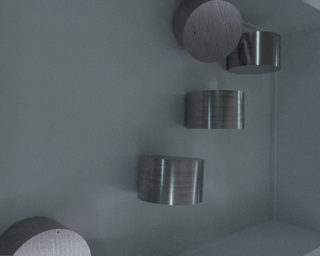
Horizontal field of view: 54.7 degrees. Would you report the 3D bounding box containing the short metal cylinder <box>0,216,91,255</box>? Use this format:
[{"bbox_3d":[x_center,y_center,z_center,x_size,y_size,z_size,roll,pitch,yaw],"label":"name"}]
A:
[{"bbox_3d":[-0.114,0.130,0.295,0.081,0.050,0.080,0,90,-40],"label":"short metal cylinder"}]

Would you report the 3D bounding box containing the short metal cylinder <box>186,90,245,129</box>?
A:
[{"bbox_3d":[0.077,-0.024,0.435,0.081,0.080,0.050,0,90,-40],"label":"short metal cylinder"}]

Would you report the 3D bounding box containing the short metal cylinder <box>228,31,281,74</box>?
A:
[{"bbox_3d":[0.151,-0.118,0.497,0.081,0.080,0.050,1,89,-40],"label":"short metal cylinder"}]

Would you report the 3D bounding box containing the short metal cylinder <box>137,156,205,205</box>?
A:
[{"bbox_3d":[0.013,0.062,0.382,0.081,0.080,0.050,5,87,-40],"label":"short metal cylinder"}]

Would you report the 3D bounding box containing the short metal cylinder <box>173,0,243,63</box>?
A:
[{"bbox_3d":[0.063,-0.135,0.417,0.081,0.050,0.079,-7,123,-11],"label":"short metal cylinder"}]
